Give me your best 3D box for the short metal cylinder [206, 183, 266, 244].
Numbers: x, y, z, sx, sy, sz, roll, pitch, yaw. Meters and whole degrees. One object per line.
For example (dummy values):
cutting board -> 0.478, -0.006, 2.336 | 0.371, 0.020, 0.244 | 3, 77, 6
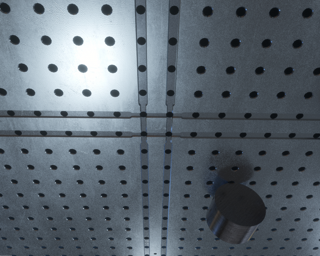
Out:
short metal cylinder -> 0.119, 0.134, 0.491 | 0.081, 0.080, 0.050 | 7, 130, -7
